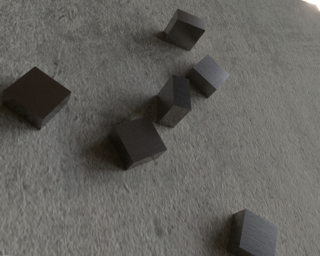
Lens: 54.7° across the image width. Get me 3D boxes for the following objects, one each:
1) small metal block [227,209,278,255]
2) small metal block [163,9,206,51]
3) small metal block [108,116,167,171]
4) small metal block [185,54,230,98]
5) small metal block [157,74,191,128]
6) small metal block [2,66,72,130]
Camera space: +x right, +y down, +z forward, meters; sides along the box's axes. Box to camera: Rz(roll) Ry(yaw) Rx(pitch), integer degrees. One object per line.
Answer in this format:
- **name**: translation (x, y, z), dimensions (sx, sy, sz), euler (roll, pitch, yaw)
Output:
- **small metal block**: translation (0.115, 0.137, 0.384), dimensions (0.050, 0.025, 0.050), euler (31, 52, -9)
- **small metal block**: translation (0.039, -0.160, 0.508), dimensions (0.050, 0.050, 0.025), euler (15, 56, -20)
- **small metal block**: translation (-0.028, 0.018, 0.379), dimensions (0.050, 0.025, 0.050), euler (-19, 72, -35)
- **small metal block**: translation (0.077, -0.084, 0.499), dimensions (0.050, 0.025, 0.050), euler (43, 51, 1)
- **small metal block**: translation (0.018, -0.036, 0.421), dimensions (0.025, 0.050, 0.050), euler (13, 56, -22)
- **small metal block**: translation (-0.139, -0.034, 0.351), dimensions (0.050, 0.025, 0.050), euler (36, 51, -5)
